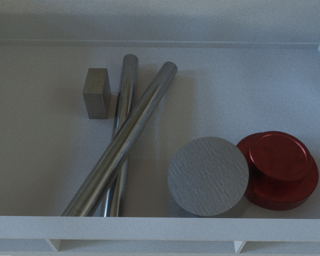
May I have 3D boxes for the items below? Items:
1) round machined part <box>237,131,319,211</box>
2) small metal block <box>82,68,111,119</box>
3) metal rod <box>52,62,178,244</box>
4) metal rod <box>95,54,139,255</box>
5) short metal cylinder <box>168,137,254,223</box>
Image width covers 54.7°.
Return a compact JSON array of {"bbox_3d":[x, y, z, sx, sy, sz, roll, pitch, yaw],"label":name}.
[{"bbox_3d":[0.134,0.042,0.361,0.099,0.042,0.098,0,50,0],"label":"round machined part"},{"bbox_3d":[-0.085,-0.047,0.427,0.025,0.050,0.050,1,50,0],"label":"small metal block"},{"bbox_3d":[-0.033,0.000,0.376,0.025,0.025,0.301,15,43,12],"label":"metal rod"},{"bbox_3d":[-0.049,0.007,0.398,0.025,0.025,0.300,1,50,0],"label":"metal rod"},{"bbox_3d":[0.055,0.055,0.324,0.080,0.050,0.080,-9,63,18],"label":"short metal cylinder"}]
